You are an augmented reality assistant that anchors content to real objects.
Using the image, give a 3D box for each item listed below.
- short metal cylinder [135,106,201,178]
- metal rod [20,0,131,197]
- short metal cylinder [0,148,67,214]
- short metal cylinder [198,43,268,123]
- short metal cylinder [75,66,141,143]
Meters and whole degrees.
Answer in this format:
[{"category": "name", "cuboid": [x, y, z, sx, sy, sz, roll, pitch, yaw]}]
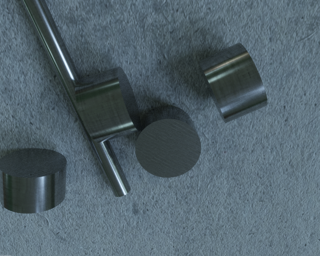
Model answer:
[{"category": "short metal cylinder", "cuboid": [0.009, 0.017, 0.401, 0.081, 0.050, 0.079, -1, 112, -2]}, {"category": "metal rod", "cuboid": [-0.105, -0.041, 0.393, 0.025, 0.025, 0.299, -19, 109, 7]}, {"category": "short metal cylinder", "cuboid": [-0.164, 0.066, 0.403, 0.081, 0.080, 0.050, 7, 110, -3]}, {"category": "short metal cylinder", "cuboid": [0.084, -0.052, 0.362, 0.050, 0.080, 0.080, -24, 109, 8]}, {"category": "short metal cylinder", "cuboid": [-0.060, -0.027, 0.370, 0.050, 0.080, 0.080, -16, 109, 6]}]
